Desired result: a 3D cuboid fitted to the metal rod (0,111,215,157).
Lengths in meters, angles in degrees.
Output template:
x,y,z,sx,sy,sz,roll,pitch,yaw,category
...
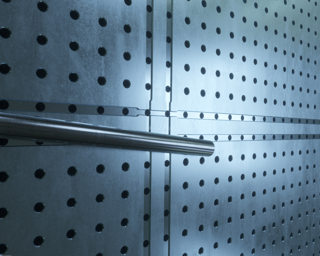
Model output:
x,y,z,sx,sy,sz,roll,pitch,yaw,category
-0.042,0.013,0.372,0.302,0.025,0.025,9,85,-40,metal rod
